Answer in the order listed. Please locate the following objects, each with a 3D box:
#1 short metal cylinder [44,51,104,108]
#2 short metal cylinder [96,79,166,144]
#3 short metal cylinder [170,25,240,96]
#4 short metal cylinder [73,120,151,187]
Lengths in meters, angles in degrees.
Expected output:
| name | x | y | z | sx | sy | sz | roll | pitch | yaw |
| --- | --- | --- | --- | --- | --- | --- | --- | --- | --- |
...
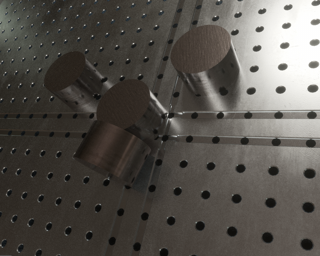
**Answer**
| name | x | y | z | sx | sy | sz | roll | pitch | yaw |
| --- | --- | --- | --- | --- | --- | --- | --- | --- | --- |
| short metal cylinder | -0.142 | -0.080 | 0.513 | 0.080 | 0.050 | 0.080 | -13 | 56 | 20 |
| short metal cylinder | -0.038 | -0.020 | 0.423 | 0.080 | 0.050 | 0.080 | -13 | 56 | 21 |
| short metal cylinder | 0.061 | -0.090 | 0.415 | 0.080 | 0.050 | 0.080 | -13 | 56 | 20 |
| short metal cylinder | -0.058 | 0.033 | 0.382 | 0.080 | 0.080 | 0.050 | 15 | 70 | 34 |
